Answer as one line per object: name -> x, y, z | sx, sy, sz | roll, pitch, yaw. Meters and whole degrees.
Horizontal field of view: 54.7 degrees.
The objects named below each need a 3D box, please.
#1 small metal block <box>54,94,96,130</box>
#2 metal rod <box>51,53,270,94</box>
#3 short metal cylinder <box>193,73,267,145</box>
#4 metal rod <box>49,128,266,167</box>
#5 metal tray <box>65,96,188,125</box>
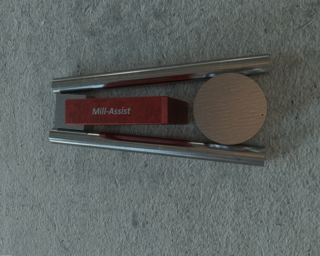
small metal block -> -0.125, -0.023, 0.455 | 0.050, 0.025, 0.050 | 5, 92, 19
metal rod -> -0.013, -0.069, 0.415 | 0.301, 0.025, 0.025 | -3, 89, 19
short metal cylinder -> 0.085, -0.021, 0.366 | 0.080, 0.050, 0.079 | 0, 90, 20
metal rod -> -0.017, 0.022, 0.416 | 0.301, 0.025, 0.025 | 5, 92, 19
metal tray -> -0.039, -0.019, 0.388 | 0.130, 0.090, 0.030 | 0, 90, 20
